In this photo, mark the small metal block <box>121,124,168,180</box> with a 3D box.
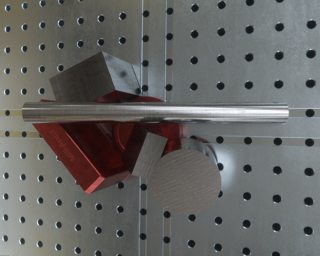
[{"bbox_3d":[-0.020,0.025,0.359,0.025,0.050,0.050,19,96,-24],"label":"small metal block"}]

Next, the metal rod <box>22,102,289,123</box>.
[{"bbox_3d":[-0.005,-0.018,0.363,0.302,0.025,0.025,0,90,0],"label":"metal rod"}]

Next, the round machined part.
[{"bbox_3d":[-0.021,0.006,0.413,0.098,0.042,0.097,0,90,19],"label":"round machined part"}]

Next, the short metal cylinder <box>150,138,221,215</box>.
[{"bbox_3d":[0.031,0.057,0.375,0.080,0.050,0.079,1,102,4],"label":"short metal cylinder"}]

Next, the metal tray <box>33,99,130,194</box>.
[{"bbox_3d":[-0.102,0.021,0.412,0.030,0.090,0.130,-45,76,14],"label":"metal tray"}]

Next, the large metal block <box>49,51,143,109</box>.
[{"bbox_3d":[-0.081,-0.053,0.409,0.080,0.080,0.050,-22,83,18],"label":"large metal block"}]
